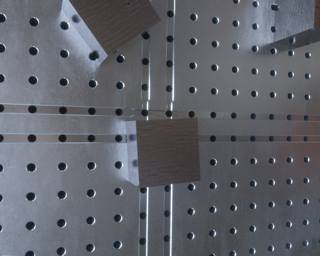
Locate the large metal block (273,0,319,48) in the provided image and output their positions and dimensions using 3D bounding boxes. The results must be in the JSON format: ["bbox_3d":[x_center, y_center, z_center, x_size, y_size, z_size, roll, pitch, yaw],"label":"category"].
[{"bbox_3d":[0.219,-0.173,0.463,0.050,0.080,0.080,5,89,-20],"label":"large metal block"}]

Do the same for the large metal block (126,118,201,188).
[{"bbox_3d":[0.003,0.029,0.400,0.081,0.050,0.080,-3,91,-20],"label":"large metal block"}]

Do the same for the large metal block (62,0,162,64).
[{"bbox_3d":[-0.060,-0.138,0.377,0.080,0.050,0.080,-38,102,-16],"label":"large metal block"}]
